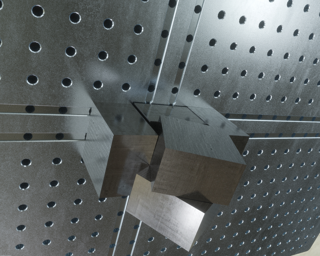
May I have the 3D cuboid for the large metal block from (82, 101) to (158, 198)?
[{"bbox_3d":[-0.051,0.023,0.363,0.050,0.080,0.079,2,118,-30],"label":"large metal block"}]

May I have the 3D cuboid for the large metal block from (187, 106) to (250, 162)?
[{"bbox_3d":[0.065,0.025,0.428,0.050,0.080,0.079,4,117,-31],"label":"large metal block"}]

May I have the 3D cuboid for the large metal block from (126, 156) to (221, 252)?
[{"bbox_3d":[0.022,0.077,0.350,0.080,0.080,0.050,-24,136,-57],"label":"large metal block"}]

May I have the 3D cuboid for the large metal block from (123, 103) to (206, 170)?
[{"bbox_3d":[0.003,0.017,0.406,0.081,0.050,0.079,3,117,-30],"label":"large metal block"}]

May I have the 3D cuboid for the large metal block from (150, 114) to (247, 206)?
[{"bbox_3d":[0.035,0.032,0.333,0.081,0.080,0.050,13,113,-10],"label":"large metal block"}]
